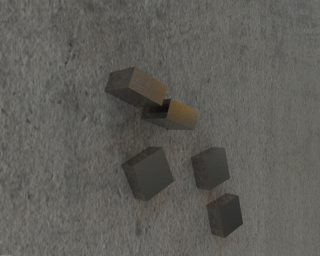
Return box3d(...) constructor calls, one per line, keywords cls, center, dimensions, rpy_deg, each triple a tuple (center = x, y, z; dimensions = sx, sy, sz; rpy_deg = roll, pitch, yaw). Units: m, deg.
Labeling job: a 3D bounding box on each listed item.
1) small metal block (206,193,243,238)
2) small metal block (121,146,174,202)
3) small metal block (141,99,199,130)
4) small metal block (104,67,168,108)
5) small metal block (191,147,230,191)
box3d(cls="small metal block", center=(0.104, 0.139, 0.496), dimensions=(0.050, 0.025, 0.050), rpy_deg=(-19, 102, -39))
box3d(cls="small metal block", center=(-0.014, 0.057, 0.395), dimensions=(0.050, 0.025, 0.050), rpy_deg=(-30, 109, -36))
box3d(cls="small metal block", center=(0.013, -0.016, 0.401), dimensions=(0.050, 0.050, 0.025), rpy_deg=(21, 77, -38))
box3d(cls="small metal block", center=(-0.029, -0.046, 0.366), dimensions=(0.050, 0.050, 0.025), rpy_deg=(26, 74, -37))
box3d(cls="small metal block", center=(0.078, 0.061, 0.473), dimensions=(0.050, 0.025, 0.050), rpy_deg=(-20, 103, -39))
